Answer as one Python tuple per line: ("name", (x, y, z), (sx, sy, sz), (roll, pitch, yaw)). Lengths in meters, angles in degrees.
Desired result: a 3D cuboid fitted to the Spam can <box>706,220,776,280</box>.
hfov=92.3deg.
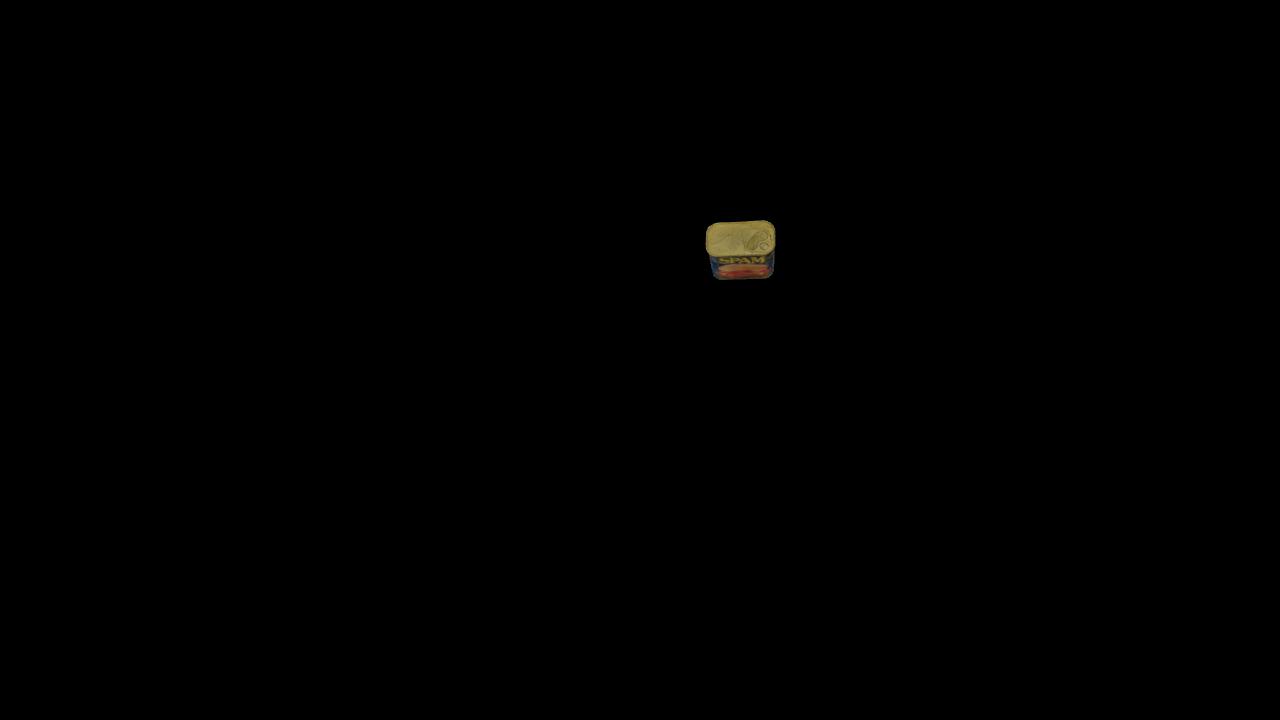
("Spam can", (0.155, -0.164, 0.937), (0.101, 0.058, 0.085), (1, -19, 12))
